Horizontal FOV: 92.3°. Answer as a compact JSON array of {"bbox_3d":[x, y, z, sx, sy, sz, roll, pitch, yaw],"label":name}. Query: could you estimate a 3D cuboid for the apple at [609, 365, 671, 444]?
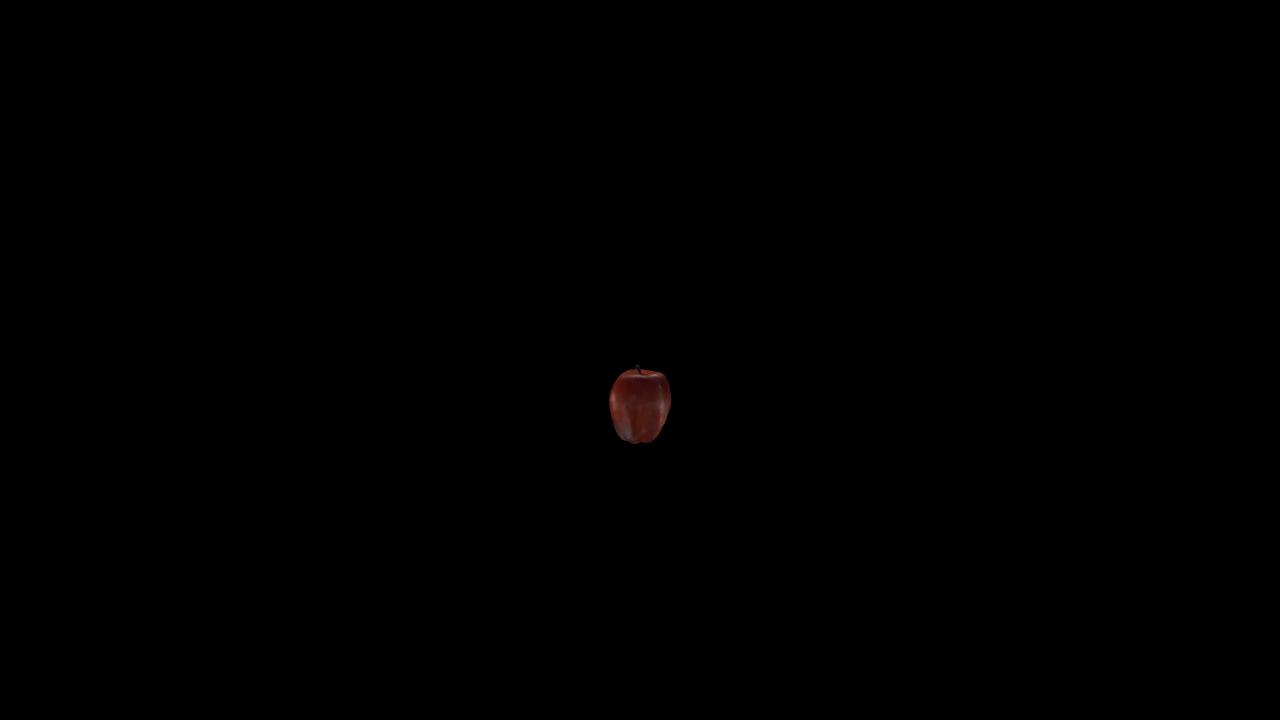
[{"bbox_3d":[0.000,0.052,0.742,0.079,0.093,0.079,1,2,0],"label":"apple"}]
